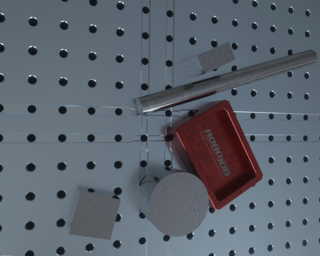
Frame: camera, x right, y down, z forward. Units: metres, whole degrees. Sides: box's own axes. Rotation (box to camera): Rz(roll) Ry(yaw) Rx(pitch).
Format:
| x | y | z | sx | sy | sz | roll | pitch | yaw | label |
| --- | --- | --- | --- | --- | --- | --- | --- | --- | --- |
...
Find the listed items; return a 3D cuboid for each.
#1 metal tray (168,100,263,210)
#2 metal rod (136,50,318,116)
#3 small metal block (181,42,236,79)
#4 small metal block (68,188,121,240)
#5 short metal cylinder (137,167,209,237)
| x | y | z | sx | sy | sz | roll | pitch | yaw | label |
| --- | --- | --- | --- | --- | --- | --- | --- | --- | --- |
| 0.081 | 0.037 | 0.439 | 0.091 | 0.030 | 0.130 | -30 | 100 | -18 | metal tray |
| 0.109 | -0.071 | 0.452 | 0.302 | 0.025 | 0.025 | -18 | 96 | -19 | metal rod |
| 0.065 | -0.091 | 0.423 | 0.050 | 0.050 | 0.025 | -27 | 99 | -18 | small metal block |
| -0.081 | 0.106 | 0.383 | 0.050 | 0.025 | 0.050 | 16 | 85 | -20 | small metal block |
| 0.016 | 0.094 | 0.405 | 0.081 | 0.050 | 0.080 | 0 | 90 | -20 | short metal cylinder |
